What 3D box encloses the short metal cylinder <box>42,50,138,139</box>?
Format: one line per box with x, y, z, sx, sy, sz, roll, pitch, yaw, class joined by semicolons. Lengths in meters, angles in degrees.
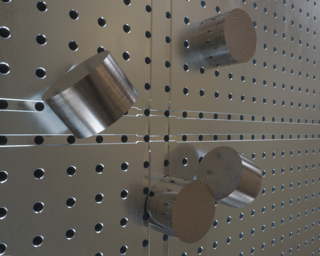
-0.070;-0.035;0.314;0.080;0.080;0.050;-50;120;-28;short metal cylinder

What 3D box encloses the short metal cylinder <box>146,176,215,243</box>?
0.029;0.107;0.417;0.081;0.050;0.079;0;90;-40;short metal cylinder

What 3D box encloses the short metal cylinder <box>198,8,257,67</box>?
0.105;-0.137;0.480;0.081;0.050;0.079;0;90;-40;short metal cylinder

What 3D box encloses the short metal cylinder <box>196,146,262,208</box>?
0.101;0.073;0.458;0.050;0.080;0.080;28;72;-37;short metal cylinder
